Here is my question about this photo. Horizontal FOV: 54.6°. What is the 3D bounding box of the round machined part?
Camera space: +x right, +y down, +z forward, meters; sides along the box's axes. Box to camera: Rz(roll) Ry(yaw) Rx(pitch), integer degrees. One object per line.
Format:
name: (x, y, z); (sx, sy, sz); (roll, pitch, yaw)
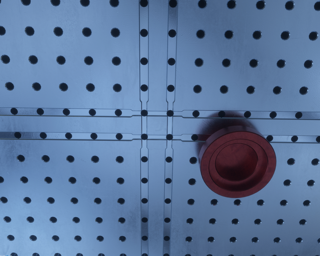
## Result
round machined part: (0.102, 0.042, 0.420); (0.099, 0.042, 0.097); (0, 110, 0)
